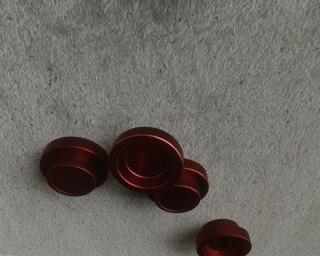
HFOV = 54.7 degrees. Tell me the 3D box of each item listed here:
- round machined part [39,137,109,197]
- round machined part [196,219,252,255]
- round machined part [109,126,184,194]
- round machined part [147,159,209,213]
[{"bbox_3d":[-0.124,0.062,0.447,0.099,0.042,0.097,0,130,0],"label":"round machined part"},{"bbox_3d":[0.115,0.204,0.571,0.099,0.042,0.097,0,130,0],"label":"round machined part"},{"bbox_3d":[-0.017,0.039,0.422,0.099,0.042,0.097,2,121,4],"label":"round machined part"},{"bbox_3d":[0.026,0.095,0.477,0.099,0.042,0.097,0,130,0],"label":"round machined part"}]
